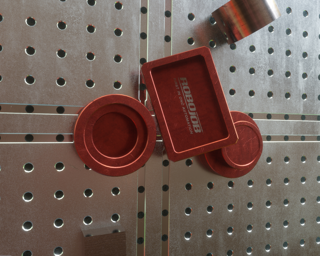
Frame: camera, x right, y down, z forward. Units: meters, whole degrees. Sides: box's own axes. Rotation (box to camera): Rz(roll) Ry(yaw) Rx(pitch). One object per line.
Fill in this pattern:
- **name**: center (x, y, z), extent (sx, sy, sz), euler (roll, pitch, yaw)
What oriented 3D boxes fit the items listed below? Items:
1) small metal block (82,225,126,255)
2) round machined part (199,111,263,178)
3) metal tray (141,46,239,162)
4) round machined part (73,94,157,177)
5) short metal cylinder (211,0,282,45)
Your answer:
- **small metal block**: center (-0.070, 0.154, 0.388), extent (0.050, 0.025, 0.050), euler (-1, 91, -21)
- **round machined part**: center (0.107, 0.024, 0.445), extent (0.099, 0.042, 0.097), euler (0, 90, -20)
- **metal tray**: center (0.037, -0.030, 0.400), extent (0.091, 0.030, 0.129), euler (-17, 86, -3)
- **round machined part**: center (-0.057, 0.008, 0.383), extent (0.099, 0.042, 0.097), euler (0, 90, -20)
- **short metal cylinder**: center (0.119, -0.158, 0.429), extent (0.080, 0.080, 0.050), euler (-35, 102, -17)
